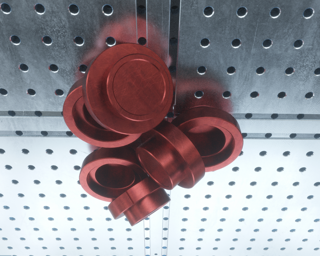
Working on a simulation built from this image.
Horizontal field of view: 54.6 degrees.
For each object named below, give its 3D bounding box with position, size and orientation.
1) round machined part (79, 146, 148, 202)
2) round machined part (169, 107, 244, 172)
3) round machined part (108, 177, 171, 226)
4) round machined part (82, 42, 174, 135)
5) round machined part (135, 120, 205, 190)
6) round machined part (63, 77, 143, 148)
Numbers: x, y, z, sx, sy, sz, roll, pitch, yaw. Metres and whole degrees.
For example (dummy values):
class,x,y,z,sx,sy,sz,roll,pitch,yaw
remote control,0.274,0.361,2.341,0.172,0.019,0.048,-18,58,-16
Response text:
class,x,y,z,sx,sy,sz,roll,pitch,yaw
round machined part,-0.064,0.063,0.452,0.099,0.042,0.097,0,130,0
round machined part,0.056,0.011,0.409,0.099,0.042,0.097,0,130,0
round machined part,-0.023,0.107,0.453,0.098,0.042,0.098,-32,166,-9
round machined part,-0.028,-0.041,0.329,0.099,0.042,0.097,-1,93,-26
round machined part,0.007,0.040,0.394,0.042,0.098,0.098,-38,133,-23
round machined part,-0.063,-0.025,0.377,0.099,0.042,0.097,0,130,0
